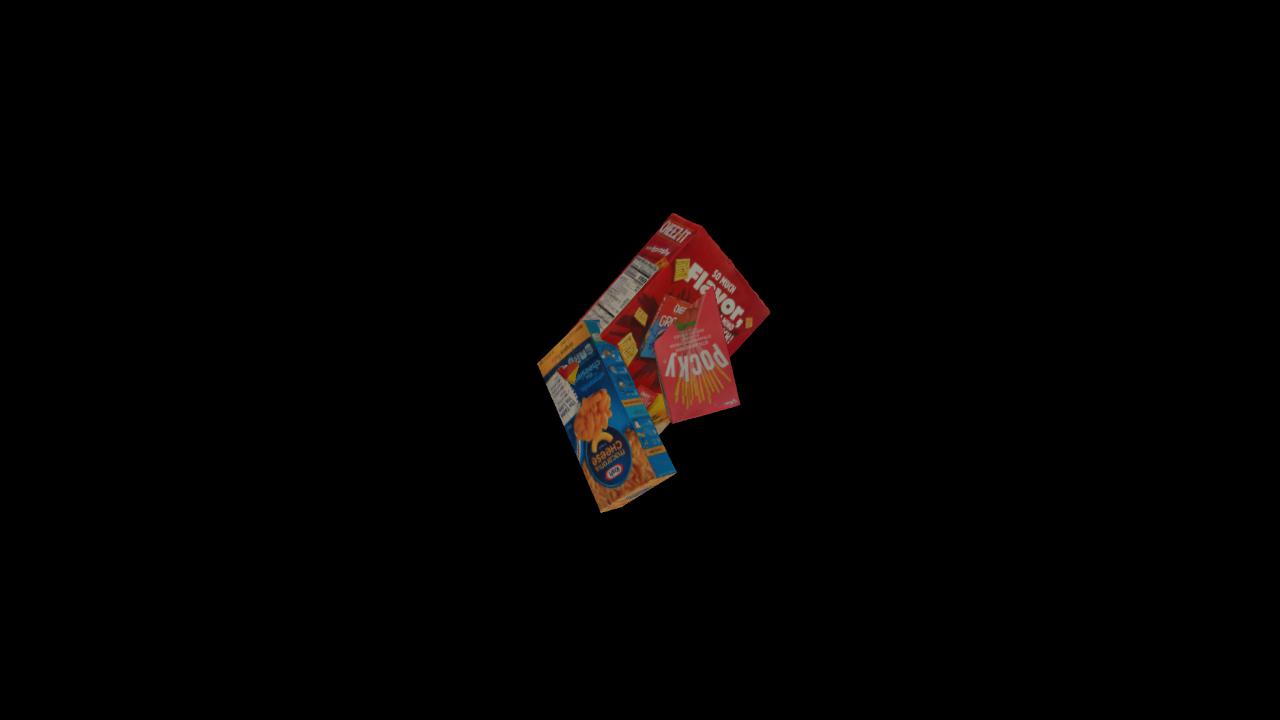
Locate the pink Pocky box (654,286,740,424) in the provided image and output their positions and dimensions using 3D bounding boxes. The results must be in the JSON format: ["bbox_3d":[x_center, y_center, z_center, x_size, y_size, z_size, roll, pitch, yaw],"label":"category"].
[{"bbox_3d":[0.056,-0.012,0.700,0.084,0.155,0.029,-14,7,-8],"label":"pink Pocky box"}]

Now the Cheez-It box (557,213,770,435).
[{"bbox_3d":[0.026,-0.032,0.721,0.166,0.223,0.071,41,1,-40],"label":"Cheez-It box"}]

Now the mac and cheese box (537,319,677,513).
[{"bbox_3d":[-0.040,0.058,0.656,0.093,0.184,0.041,-39,-22,34],"label":"mac and cheese box"}]
